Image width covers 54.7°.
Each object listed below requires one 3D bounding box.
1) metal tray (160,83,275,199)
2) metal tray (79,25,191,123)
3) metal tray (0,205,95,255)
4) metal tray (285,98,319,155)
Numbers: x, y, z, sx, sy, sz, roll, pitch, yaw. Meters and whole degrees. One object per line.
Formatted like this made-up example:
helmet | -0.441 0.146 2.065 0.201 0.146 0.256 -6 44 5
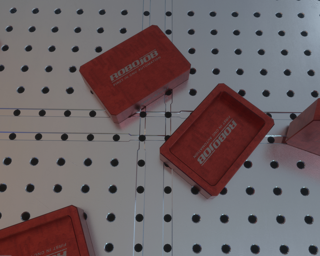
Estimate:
metal tray | 0.073 0.015 0.404 0.090 0.030 0.130 39 74 13
metal tray | -0.034 -0.078 0.437 0.131 0.030 0.090 -34 74 -12
metal tray | -0.144 0.152 0.351 0.131 0.030 0.090 -18 71 -7
metal tray | 0.234 0.014 0.375 0.131 0.090 0.030 20 71 6
